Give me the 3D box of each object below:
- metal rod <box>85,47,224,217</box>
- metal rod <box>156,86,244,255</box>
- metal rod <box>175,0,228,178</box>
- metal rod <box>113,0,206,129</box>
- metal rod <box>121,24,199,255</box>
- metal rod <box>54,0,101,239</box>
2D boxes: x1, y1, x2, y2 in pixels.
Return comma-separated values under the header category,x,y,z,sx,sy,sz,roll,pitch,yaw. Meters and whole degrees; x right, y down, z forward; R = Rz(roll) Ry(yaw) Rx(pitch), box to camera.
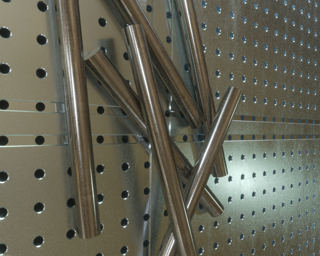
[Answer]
category,x,y,z,sx,sy,sz,roll,pitch,yaw
metal rod,0.006,0.023,0.412,0.300,0.025,0.025,52,60,-27
metal rod,0.045,0.083,0.416,0.025,0.025,0.299,29,81,-36
metal rod,0.061,-0.070,0.458,0.025,0.025,0.298,-22,104,-38
metal rod,-0.019,-0.120,0.391,0.025,0.025,0.300,-49,119,-29
metal rod,0.004,0.029,0.372,0.025,0.025,0.299,-19,98,-38
metal rod,-0.090,-0.031,0.332,0.025,0.025,0.298,-8,95,-40
